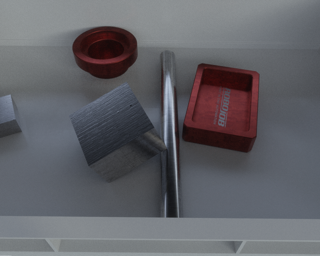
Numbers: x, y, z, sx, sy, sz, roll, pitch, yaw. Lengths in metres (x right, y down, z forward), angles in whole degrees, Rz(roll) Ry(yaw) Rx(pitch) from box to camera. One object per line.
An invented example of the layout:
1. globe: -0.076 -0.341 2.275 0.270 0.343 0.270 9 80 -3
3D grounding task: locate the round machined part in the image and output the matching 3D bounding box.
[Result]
1. round machined part: -0.084 -0.115 0.490 0.099 0.042 0.098 0 50 0

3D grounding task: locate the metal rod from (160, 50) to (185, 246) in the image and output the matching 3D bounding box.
1. metal rod: 0.012 -0.001 0.405 0.025 0.025 0.300 0 50 0

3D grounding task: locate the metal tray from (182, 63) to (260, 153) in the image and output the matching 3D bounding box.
1. metal tray: 0.087 -0.033 0.430 0.090 0.030 0.130 11 51 8

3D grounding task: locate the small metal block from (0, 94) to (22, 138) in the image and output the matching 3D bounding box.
1. small metal block: -0.218 -0.013 0.413 0.050 0.025 0.050 -19 53 -16

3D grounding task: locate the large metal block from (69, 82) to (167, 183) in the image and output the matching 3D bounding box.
1. large metal block: -0.050 0.005 0.369 0.080 0.050 0.080 -31 55 -1
